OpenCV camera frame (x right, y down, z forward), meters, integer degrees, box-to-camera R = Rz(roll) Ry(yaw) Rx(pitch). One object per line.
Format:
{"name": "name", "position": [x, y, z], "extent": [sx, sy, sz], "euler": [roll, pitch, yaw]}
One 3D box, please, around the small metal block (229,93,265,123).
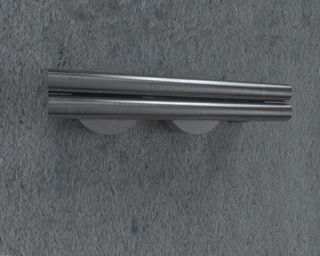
{"name": "small metal block", "position": [0.123, -0.033, 0.444], "extent": [0.025, 0.050, 0.050], "euler": [-2, 90, -20]}

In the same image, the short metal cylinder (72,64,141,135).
{"name": "short metal cylinder", "position": [-0.066, -0.033, 0.372], "extent": [0.081, 0.050, 0.080], "euler": [0, 90, -20]}

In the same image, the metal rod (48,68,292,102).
{"name": "metal rod", "position": [0.028, -0.048, 0.367], "extent": [0.302, 0.025, 0.025], "euler": [0, 90, -20]}

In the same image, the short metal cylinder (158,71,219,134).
{"name": "short metal cylinder", "position": [0.038, -0.032, 0.412], "extent": [0.081, 0.050, 0.080], "euler": [0, 90, -20]}

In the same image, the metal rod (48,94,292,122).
{"name": "metal rod", "position": [0.028, -0.022, 0.367], "extent": [0.302, 0.025, 0.025], "euler": [0, 90, -20]}
